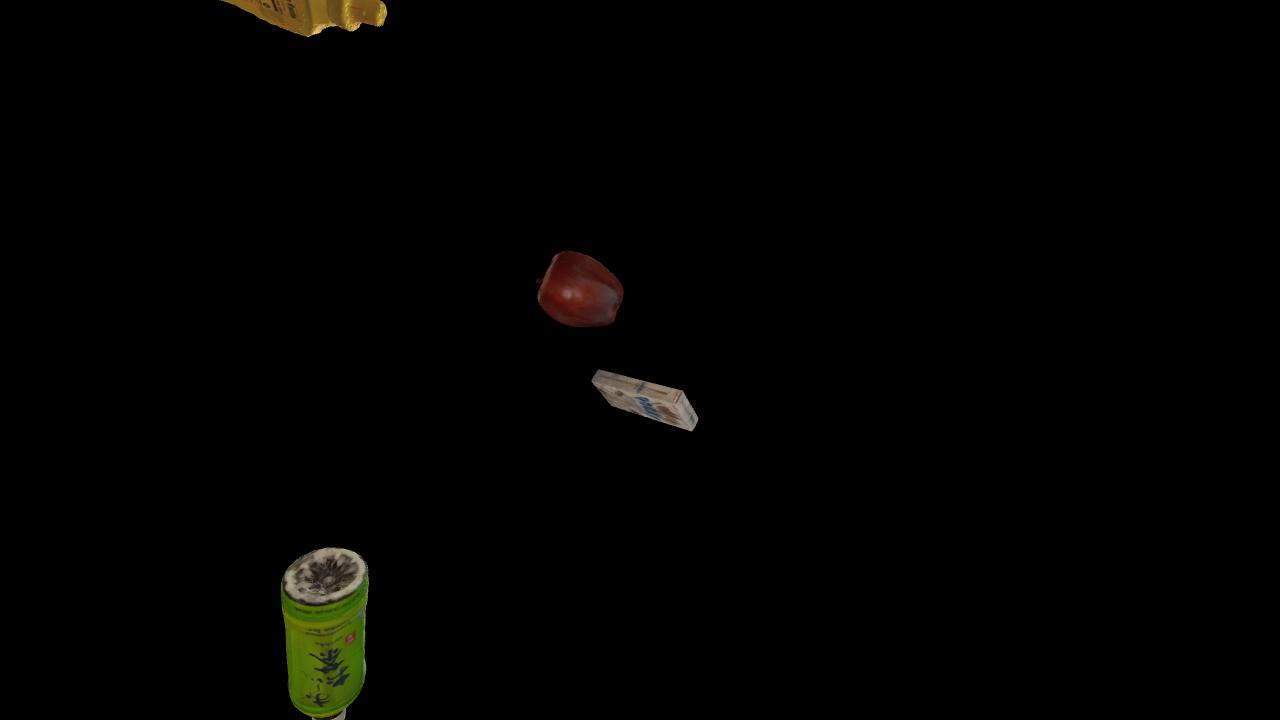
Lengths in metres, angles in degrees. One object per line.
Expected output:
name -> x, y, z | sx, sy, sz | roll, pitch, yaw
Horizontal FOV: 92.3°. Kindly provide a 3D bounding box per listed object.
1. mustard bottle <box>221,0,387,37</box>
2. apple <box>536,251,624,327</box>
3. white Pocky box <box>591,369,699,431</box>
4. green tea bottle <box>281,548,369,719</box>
mustard bottle -> -0.289, -0.305, 0.479 | 0.184, 0.054, 0.092 | 20, -39, -6
apple -> -0.066, -0.072, 0.658 | 0.093, 0.079, 0.079 | 21, -2, -5
white Pocky box -> 0.007, 0.059, 0.928 | 0.154, 0.028, 0.084 | 14, -27, 33
green tea bottle -> -0.298, 0.276, 0.585 | 0.073, 0.212, 0.073 | 12, 28, -6
